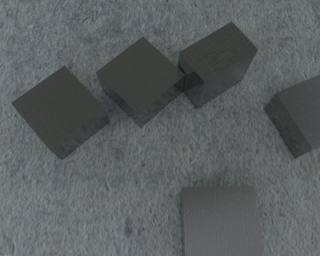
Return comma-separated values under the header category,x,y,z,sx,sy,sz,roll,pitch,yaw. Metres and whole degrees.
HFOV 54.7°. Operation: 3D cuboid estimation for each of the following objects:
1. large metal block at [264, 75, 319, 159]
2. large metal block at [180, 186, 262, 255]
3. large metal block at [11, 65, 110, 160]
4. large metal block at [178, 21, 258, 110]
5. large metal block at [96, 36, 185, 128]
category,x,y,z,sx,sy,sz,roll,pitch,yaw
large metal block,0.198,-0.017,0.403,0.080,0.050,0.080,-23,72,-8
large metal block,0.066,0.111,0.355,0.081,0.050,0.080,-1,70,-1
large metal block,-0.125,-0.019,0.400,0.080,0.050,0.080,-41,75,-14
large metal block,0.071,-0.079,0.409,0.080,0.080,0.050,-33,74,-11
large metal block,-0.025,-0.061,0.417,0.080,0.050,0.080,-42,76,-14
